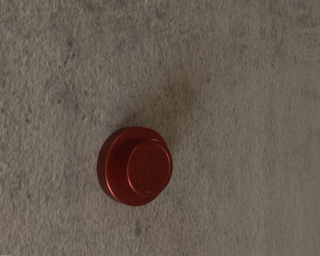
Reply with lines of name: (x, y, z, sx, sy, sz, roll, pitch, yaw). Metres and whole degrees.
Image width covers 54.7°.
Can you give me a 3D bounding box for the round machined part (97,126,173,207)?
round machined part: (-0.023, 0.047, 0.377, 0.099, 0.042, 0.097, 0, 90, -40)
